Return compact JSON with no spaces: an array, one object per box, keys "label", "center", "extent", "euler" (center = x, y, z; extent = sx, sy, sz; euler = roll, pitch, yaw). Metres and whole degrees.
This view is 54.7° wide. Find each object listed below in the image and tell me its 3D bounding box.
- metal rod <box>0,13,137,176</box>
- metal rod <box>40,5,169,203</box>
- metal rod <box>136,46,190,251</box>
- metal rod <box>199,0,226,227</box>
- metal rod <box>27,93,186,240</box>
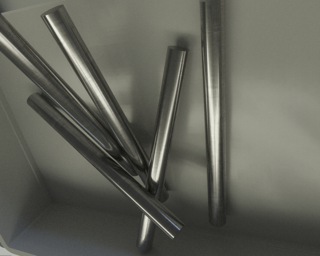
[{"label":"metal rod","center":[-0.100,-0.024,0.364],"extent":[0.025,0.025,0.300],"euler":[-3,143,30]},{"label":"metal rod","center":[-0.052,-0.005,0.388],"extent":[0.025,0.025,0.299],"euler":[-3,131,29]},{"label":"metal rod","center":[-0.001,0.044,0.407],"extent":[0.025,0.025,0.298],"euler":[18,116,18]},{"label":"metal rod","center":[0.067,0.004,0.375],"extent":[0.025,0.025,0.298],"euler":[7,122,24]},{"label":"metal rod","center":[-0.087,0.042,0.435],"extent":[0.300,0.025,0.025],"euler":[38,130,20]}]
